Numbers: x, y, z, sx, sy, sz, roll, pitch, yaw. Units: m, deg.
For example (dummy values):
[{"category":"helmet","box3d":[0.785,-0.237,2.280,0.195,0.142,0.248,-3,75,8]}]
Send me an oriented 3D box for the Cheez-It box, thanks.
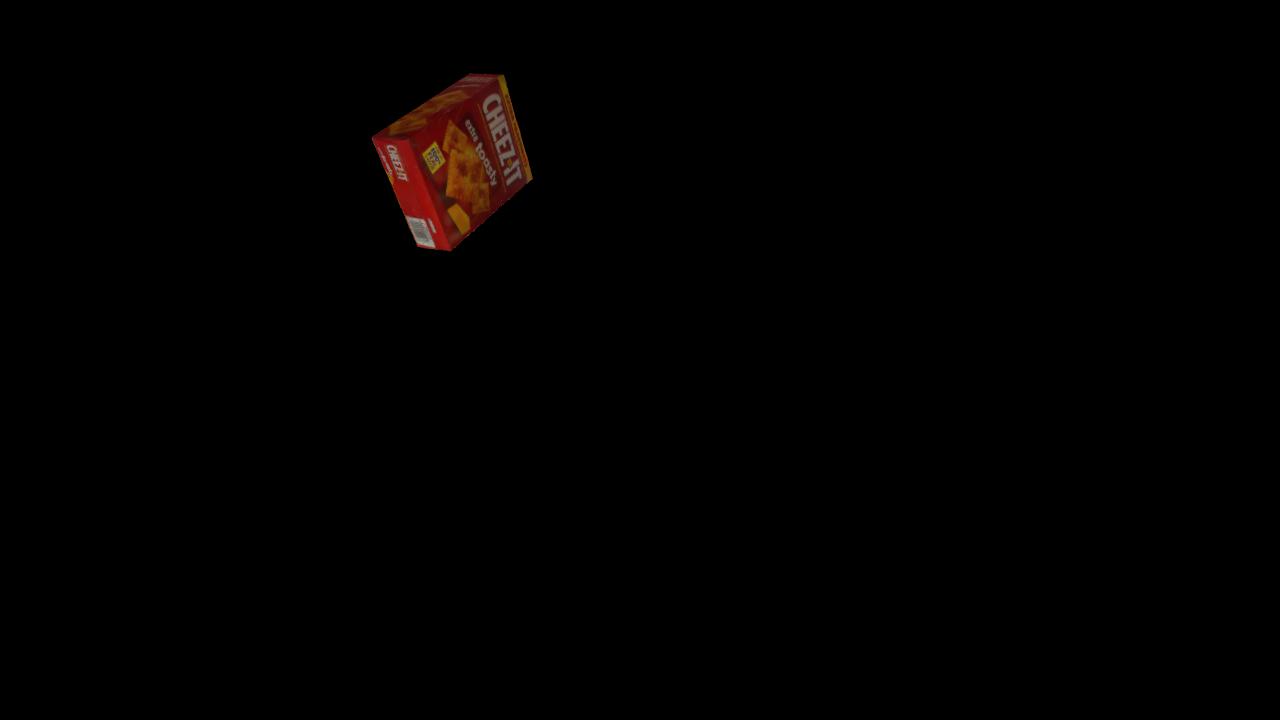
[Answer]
[{"category":"Cheez-It box","box3d":[-0.254,-0.284,0.875,0.071,0.166,0.223,12,46,22]}]
